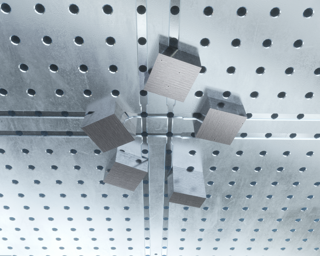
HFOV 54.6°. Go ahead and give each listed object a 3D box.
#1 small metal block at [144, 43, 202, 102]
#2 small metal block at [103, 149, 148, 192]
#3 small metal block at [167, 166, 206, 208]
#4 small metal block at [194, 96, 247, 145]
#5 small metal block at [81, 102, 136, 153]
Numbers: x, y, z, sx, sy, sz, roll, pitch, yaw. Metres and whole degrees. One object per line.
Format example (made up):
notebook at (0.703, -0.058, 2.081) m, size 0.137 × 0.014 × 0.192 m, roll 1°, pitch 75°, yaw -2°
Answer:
small metal block at (0.013, -0.063, 0.358) m, size 0.050 × 0.025 × 0.050 m, roll 16°, pitch 128°, yaw -13°
small metal block at (-0.052, 0.065, 0.466) m, size 0.050 × 0.025 × 0.050 m, roll 21°, pitch 127°, yaw -17°
small metal block at (0.040, 0.089, 0.471) m, size 0.050 × 0.050 × 0.025 m, roll 14°, pitch 129°, yaw -12°
small metal block at (0.077, -0.009, 0.405) m, size 0.050 × 0.025 × 0.050 m, roll 13°, pitch 129°, yaw -11°
small metal block at (-0.067, 0.000, 0.411) m, size 0.050 × 0.025 × 0.050 m, roll -22°, pitch 127°, yaw 17°
